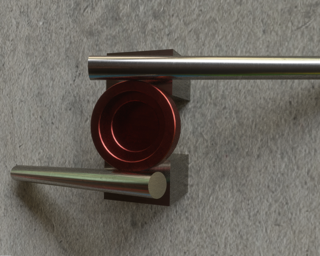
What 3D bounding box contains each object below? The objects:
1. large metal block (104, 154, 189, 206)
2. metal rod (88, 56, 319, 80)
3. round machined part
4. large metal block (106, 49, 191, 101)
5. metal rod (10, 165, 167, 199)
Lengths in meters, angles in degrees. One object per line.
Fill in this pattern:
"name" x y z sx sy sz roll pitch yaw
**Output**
"large metal block" -0.013 0.059 0.385 0.080 0.080 0.050 1 91 19
"metal rod" 0.079 -0.063 0.325 0.302 0.025 0.025 -1 90 -3
"round machined part" -0.024 -0.002 0.346 0.098 0.042 0.097 0 90 19
"large metal block" -0.011 -0.061 0.384 0.080 0.080 0.050 1 91 19
"metal rod" -0.113 0.062 0.390 0.300 0.025 0.025 -5 89 42
